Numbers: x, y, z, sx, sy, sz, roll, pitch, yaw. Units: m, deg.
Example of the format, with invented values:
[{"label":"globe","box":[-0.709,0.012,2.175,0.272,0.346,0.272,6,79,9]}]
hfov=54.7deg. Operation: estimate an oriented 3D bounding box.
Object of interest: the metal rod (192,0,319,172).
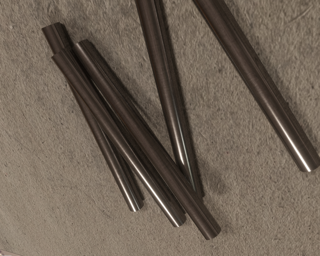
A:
[{"label":"metal rod","box":[0.081,-0.078,0.315,0.025,0.025,0.299,-27,104,37]}]

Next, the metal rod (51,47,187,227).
[{"label":"metal rod","box":[-0.047,0.025,0.432,0.025,0.025,0.299,-20,113,35]}]

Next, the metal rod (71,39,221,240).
[{"label":"metal rod","box":[-0.016,0.017,0.401,0.025,0.025,0.299,-33,93,38]}]

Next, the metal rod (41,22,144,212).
[{"label":"metal rod","box":[-0.089,-0.002,0.450,0.025,0.025,0.298,-8,115,31]}]

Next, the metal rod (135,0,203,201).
[{"label":"metal rod","box":[0.016,-0.021,0.383,0.025,0.025,0.298,-1,118,28]}]
